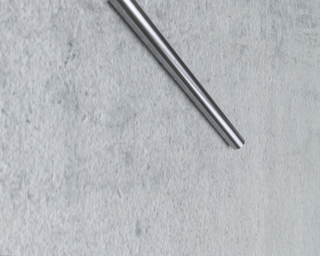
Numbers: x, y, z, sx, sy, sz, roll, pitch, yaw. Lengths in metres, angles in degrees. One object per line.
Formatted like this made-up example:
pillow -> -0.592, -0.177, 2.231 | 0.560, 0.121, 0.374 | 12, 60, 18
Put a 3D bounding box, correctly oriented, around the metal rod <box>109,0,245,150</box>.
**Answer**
metal rod -> 0.040, -0.066, 0.439 | 0.300, 0.025, 0.025 | 45, 63, -31
